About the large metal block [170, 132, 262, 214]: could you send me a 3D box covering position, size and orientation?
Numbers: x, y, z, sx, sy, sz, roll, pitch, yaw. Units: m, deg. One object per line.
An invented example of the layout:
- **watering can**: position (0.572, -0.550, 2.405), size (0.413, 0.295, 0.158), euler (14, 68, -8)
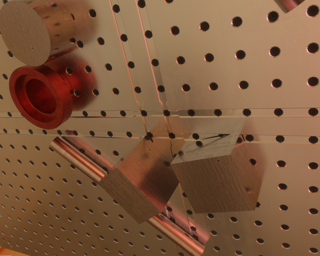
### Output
- **large metal block**: position (0.073, 0.059, 0.393), size (0.080, 0.050, 0.080), euler (-14, 111, 34)

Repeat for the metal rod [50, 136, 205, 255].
- **metal rod**: position (-0.055, 0.112, 0.509), size (0.300, 0.025, 0.025), euler (37, 129, 3)

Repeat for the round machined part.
- **round machined part**: position (-0.169, -0.050, 0.458), size (0.098, 0.042, 0.097), euler (13, 124, 21)

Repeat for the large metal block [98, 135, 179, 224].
- **large metal block**: position (-0.024, 0.071, 0.432), size (0.080, 0.080, 0.050), euler (46, 129, -4)

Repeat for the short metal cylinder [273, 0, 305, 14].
- **short metal cylinder**: position (0.112, -0.135, 0.233), size (0.050, 0.080, 0.080), euler (47, 129, -4)

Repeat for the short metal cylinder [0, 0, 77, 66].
- **short metal cylinder**: position (-0.156, -0.126, 0.400), size (0.080, 0.050, 0.079), euler (13, 124, 21)
